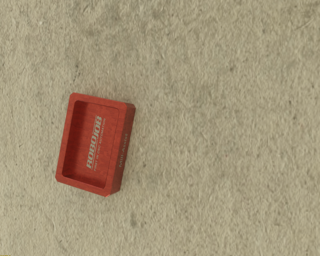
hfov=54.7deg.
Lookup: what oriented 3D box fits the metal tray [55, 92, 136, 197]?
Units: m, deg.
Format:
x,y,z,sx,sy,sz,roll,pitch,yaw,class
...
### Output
x,y,z,sx,sy,sz,roll,pitch,yaw,class
-0.092,0.021,0.437,0.090,0.030,0.129,13,94,19,metal tray
